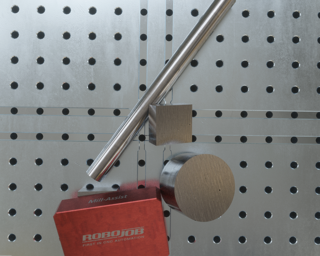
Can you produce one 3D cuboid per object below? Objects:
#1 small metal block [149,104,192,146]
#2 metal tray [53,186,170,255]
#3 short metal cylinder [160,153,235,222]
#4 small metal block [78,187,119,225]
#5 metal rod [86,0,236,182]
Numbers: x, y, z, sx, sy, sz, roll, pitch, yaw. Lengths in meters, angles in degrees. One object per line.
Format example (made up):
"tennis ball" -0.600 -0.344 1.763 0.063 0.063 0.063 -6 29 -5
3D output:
"small metal block" 0.013 -0.006 0.401 0.050 0.025 0.050 -4 100 -23
"metal tray" -0.058 0.130 0.397 0.131 0.030 0.089 -8 108 -1
"short metal cylinder" 0.046 0.072 0.390 0.081 0.050 0.080 1 86 -20
"small metal block" -0.081 0.106 0.412 0.050 0.025 0.050 -1 90 -1
"metal rod" 0.002 -0.056 0.413 0.025 0.025 0.299 37 90 -1
